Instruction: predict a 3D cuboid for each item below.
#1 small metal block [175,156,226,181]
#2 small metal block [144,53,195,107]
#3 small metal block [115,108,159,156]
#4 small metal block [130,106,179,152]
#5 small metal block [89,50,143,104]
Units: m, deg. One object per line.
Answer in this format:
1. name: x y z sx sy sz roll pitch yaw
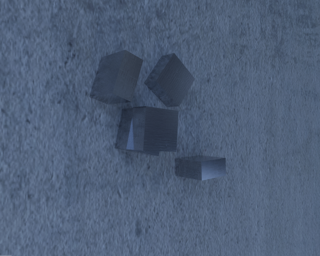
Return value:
1. small metal block: 0.057 0.055 0.439 0.050 0.050 0.025 -3 92 -40
2. small metal block: 0.014 -0.064 0.418 0.050 0.025 0.050 45 63 -31
3. small metal block: -0.024 0.006 0.386 0.050 0.025 0.050 16 80 -39
4. small metal block: -0.006 0.002 0.369 0.050 0.025 0.050 6 87 -40
5. small metal block: -0.050 -0.055 0.348 0.025 0.050 0.050 23 75 -38
